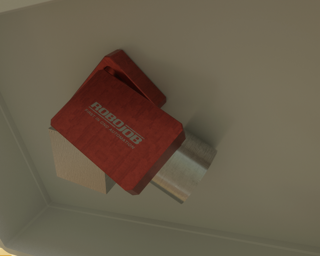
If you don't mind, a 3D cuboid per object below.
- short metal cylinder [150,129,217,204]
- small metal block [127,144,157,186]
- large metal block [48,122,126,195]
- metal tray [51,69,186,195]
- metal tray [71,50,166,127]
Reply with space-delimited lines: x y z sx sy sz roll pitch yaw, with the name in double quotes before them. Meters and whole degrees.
"short metal cylinder" 0.027 0.046 0.385 0.050 0.080 0.079 34 129 5
"small metal block" -0.017 0.051 0.446 0.050 0.025 0.050 -32 101 38
"large metal block" -0.095 0.032 0.417 0.080 0.050 0.079 15 125 19
"metal tray" -0.048 0.001 0.352 0.130 0.090 0.030 36 168 22
"metal tray" -0.065 -0.030 0.417 0.090 0.030 0.129 47 129 -5
